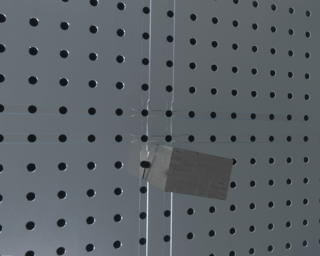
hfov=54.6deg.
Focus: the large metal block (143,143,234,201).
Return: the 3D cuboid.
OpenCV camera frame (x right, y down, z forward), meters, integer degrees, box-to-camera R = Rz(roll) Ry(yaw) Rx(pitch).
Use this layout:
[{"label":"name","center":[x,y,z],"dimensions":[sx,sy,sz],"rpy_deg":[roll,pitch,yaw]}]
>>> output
[{"label":"large metal block","center":[0.033,0.054,0.395],"dimensions":[0.081,0.080,0.050],"rpy_deg":[13,86,-20]}]
